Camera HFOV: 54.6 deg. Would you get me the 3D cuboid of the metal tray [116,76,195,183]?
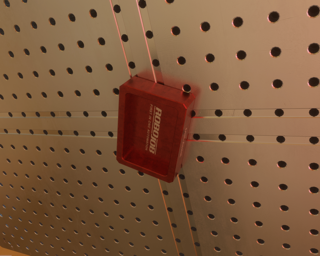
[{"bbox_3d":[-0.010,0.005,0.417,0.090,0.030,0.129,19,126,16],"label":"metal tray"}]
